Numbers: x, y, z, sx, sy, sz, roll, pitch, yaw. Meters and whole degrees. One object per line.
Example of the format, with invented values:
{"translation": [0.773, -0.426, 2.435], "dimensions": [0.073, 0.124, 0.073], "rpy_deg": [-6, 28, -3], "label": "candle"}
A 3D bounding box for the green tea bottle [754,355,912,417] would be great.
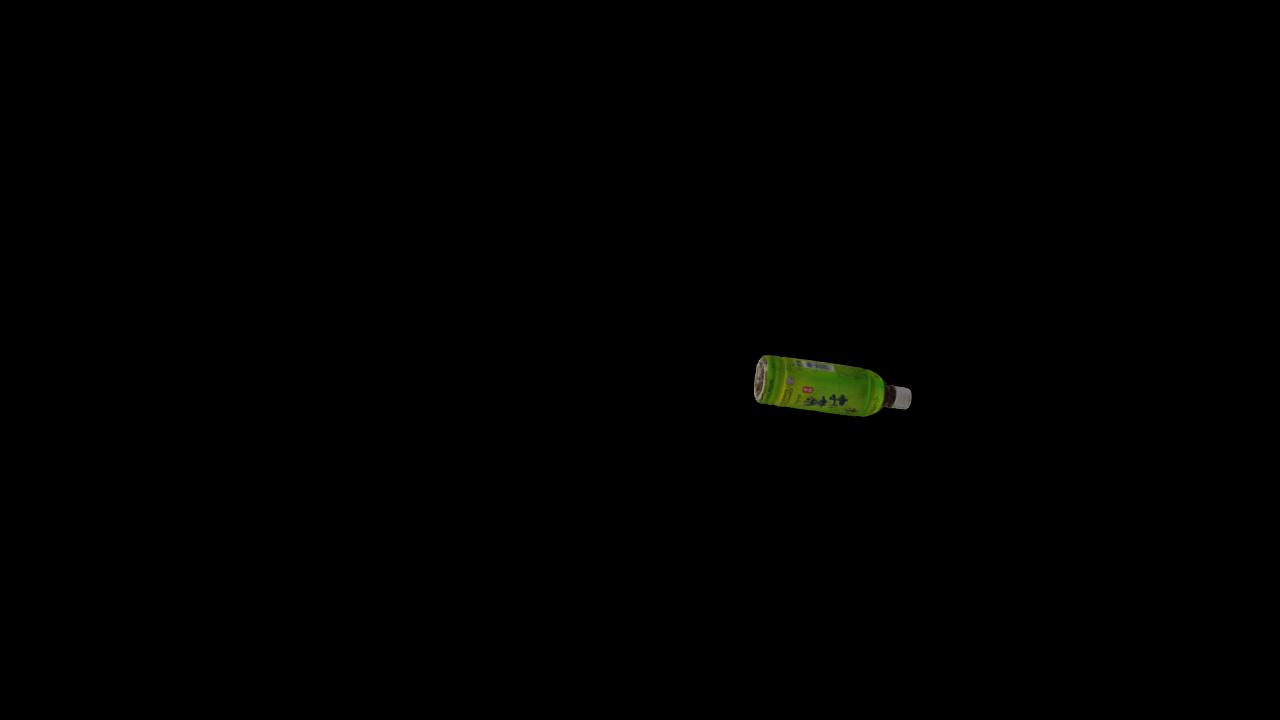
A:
{"translation": [0.270, 0.039, 0.857], "dimensions": [0.212, 0.073, 0.073], "rpy_deg": [7, 0, 0], "label": "green tea bottle"}
